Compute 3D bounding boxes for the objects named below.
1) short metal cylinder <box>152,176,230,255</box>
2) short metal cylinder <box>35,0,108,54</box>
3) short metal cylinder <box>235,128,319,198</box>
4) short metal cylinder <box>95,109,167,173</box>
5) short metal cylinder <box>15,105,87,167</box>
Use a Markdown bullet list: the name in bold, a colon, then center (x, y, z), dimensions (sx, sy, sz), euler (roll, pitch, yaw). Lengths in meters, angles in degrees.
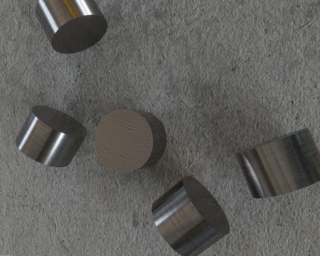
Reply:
- **short metal cylinder**: center (0.036, 0.104, 0.367), dimensions (0.050, 0.080, 0.080), euler (-42, 77, 15)
- **short metal cylinder**: center (-0.119, -0.146, 0.422), dimensions (0.080, 0.080, 0.050), euler (-32, 80, 17)
- **short metal cylinder**: center (0.129, 0.037, 0.334), dimensions (0.080, 0.080, 0.050), euler (-23, 83, 18)
- **short metal cylinder**: center (-0.037, 0.016, 0.409), dimensions (0.080, 0.050, 0.080), euler (0, 90, 20)
- **short metal cylinder**: center (-0.150, 0.011, 0.433), dimensions (0.080, 0.080, 0.050), euler (35, 102, 16)
